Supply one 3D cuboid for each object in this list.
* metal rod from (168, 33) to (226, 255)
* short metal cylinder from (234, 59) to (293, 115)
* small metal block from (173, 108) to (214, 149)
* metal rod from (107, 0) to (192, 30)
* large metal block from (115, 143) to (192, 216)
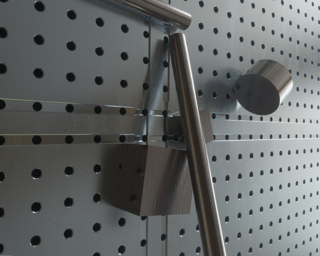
[{"bbox_3d":[0.043,0.015,0.387,0.025,0.025,0.299,7,67,-40],"label":"metal rod"},{"bbox_3d":[0.174,-0.068,0.522,0.050,0.080,0.080,-43,116,-32],"label":"short metal cylinder"},{"bbox_3d":[0.050,0.000,0.453,0.050,0.025,0.050,-20,103,-39],"label":"small metal block"},{"bbox_3d":[-0.079,-0.164,0.343,0.302,0.025,0.025,6,86,-40],"label":"metal rod"},{"bbox_3d":[-0.004,0.064,0.392,0.081,0.050,0.080,11,83,-40],"label":"large metal block"}]
